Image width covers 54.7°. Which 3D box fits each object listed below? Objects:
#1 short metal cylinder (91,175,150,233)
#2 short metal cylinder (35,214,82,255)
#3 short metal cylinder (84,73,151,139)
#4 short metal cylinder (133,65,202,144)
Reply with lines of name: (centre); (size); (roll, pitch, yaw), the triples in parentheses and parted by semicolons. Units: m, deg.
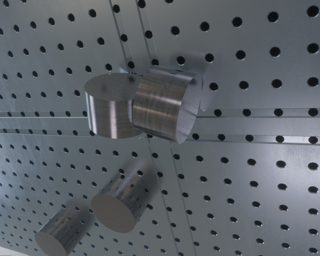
short metal cylinder: (-0.064, 0.123, 0.505); (0.080, 0.050, 0.079); (13, 124, 21)
short metal cylinder: (-0.212, 0.229, 0.649); (0.080, 0.050, 0.079); (13, 124, 21)
short metal cylinder: (-0.050, -0.030, 0.384); (0.080, 0.080, 0.050); (15, 125, 19)
short metal cylinder: (0.011, -0.027, 0.353); (0.050, 0.080, 0.079); (16, 125, 19)
